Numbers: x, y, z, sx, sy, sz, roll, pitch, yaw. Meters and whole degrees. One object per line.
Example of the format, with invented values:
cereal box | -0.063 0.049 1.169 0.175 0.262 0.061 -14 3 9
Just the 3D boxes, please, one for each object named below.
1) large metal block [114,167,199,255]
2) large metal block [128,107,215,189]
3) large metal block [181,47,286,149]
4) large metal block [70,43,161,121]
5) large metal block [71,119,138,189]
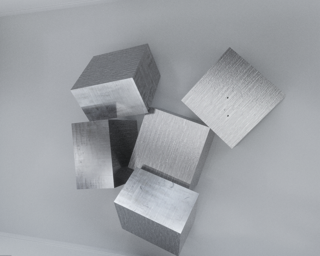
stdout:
large metal block | -0.003 0.102 0.373 0.080 0.080 0.050 21 55 17
large metal block | 0.017 0.024 0.390 0.080 0.050 0.080 20 97 18
large metal block | 0.087 -0.033 0.365 0.080 0.050 0.080 45 104 14
large metal block | -0.052 -0.057 0.391 0.080 0.080 0.050 -8 129 20
large metal block | -0.066 0.032 0.402 0.050 0.080 0.080 -6 88 20
